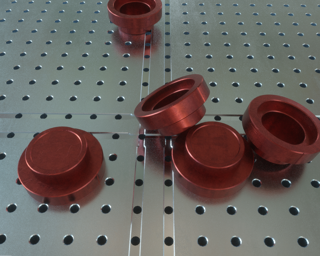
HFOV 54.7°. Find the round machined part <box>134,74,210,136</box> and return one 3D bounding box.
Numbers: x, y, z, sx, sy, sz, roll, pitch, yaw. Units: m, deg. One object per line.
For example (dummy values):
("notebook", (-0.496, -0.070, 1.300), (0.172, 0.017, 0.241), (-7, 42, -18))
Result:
("round machined part", (0.020, -0.026, 0.398), (0.098, 0.042, 0.098), (-26, 22, 11))

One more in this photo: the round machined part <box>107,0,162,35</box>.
("round machined part", (-0.045, -0.210, 0.572), (0.099, 0.042, 0.098), (0, 50, 0))

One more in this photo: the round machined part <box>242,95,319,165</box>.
("round machined part", (0.148, 0.006, 0.385), (0.099, 0.042, 0.098), (9, 45, -9))

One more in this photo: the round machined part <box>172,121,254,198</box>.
("round machined part", (0.064, 0.030, 0.372), (0.099, 0.042, 0.098), (0, 50, 0))

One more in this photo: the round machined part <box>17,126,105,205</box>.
("round machined part", (-0.117, 0.037, 0.364), (0.099, 0.042, 0.098), (0, 50, 0))
